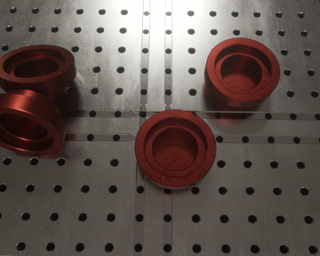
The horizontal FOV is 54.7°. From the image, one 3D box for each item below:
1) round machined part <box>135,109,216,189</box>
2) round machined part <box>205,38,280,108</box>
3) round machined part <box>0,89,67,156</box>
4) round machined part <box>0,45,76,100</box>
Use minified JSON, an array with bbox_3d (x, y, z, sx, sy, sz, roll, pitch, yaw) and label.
[{"bbox_3d":[0.019,0.029,0.392,0.099,0.042,0.098,0,70,-1],"label":"round machined part"},{"bbox_3d":[0.111,-0.073,0.431,0.099,0.042,0.098,0,70,-1],"label":"round machined part"},{"bbox_3d":[-0.163,-0.010,0.377,0.099,0.097,0.042,5,53,1],"label":"round machined part"},{"bbox_3d":[-0.161,-0.069,0.412,0.099,0.042,0.098,1,41,-1],"label":"round machined part"}]
